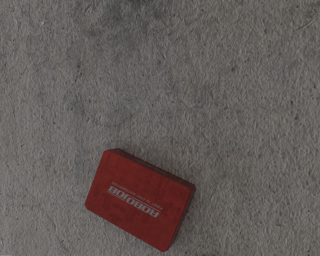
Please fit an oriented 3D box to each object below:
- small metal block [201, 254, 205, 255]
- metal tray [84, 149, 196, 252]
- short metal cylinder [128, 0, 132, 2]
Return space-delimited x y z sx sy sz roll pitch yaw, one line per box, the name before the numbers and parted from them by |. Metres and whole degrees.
small metal block | 0.041 0.190 0.381 0.025 0.050 0.050 44 104 14
metal tray | -0.028 0.093 0.416 0.130 0.030 0.089 23 98 18
short metal cylinder | -0.056 -0.209 0.400 0.080 0.080 0.050 40 103 15
